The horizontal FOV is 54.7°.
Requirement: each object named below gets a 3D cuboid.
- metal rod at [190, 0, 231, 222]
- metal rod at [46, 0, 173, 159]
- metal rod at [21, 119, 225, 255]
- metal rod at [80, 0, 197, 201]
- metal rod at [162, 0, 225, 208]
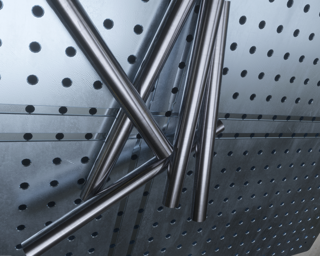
[{"bbox_3d":[0.063,-0.008,0.410,0.025,0.025,0.298,-7,112,-25],"label":"metal rod"},{"bbox_3d":[-0.062,-0.076,0.309,0.025,0.025,0.299,-36,123,-5],"label":"metal rod"},{"bbox_3d":[-0.035,0.070,0.412,0.302,0.025,0.025,-32,129,-18],"label":"metal rod"},{"bbox_3d":[-0.030,-0.033,0.375,0.025,0.025,0.298,16,110,-35],"label":"metal rod"},{"bbox_3d":[0.039,-0.035,0.377,0.025,0.025,0.298,-1,113,-28],"label":"metal rod"}]
